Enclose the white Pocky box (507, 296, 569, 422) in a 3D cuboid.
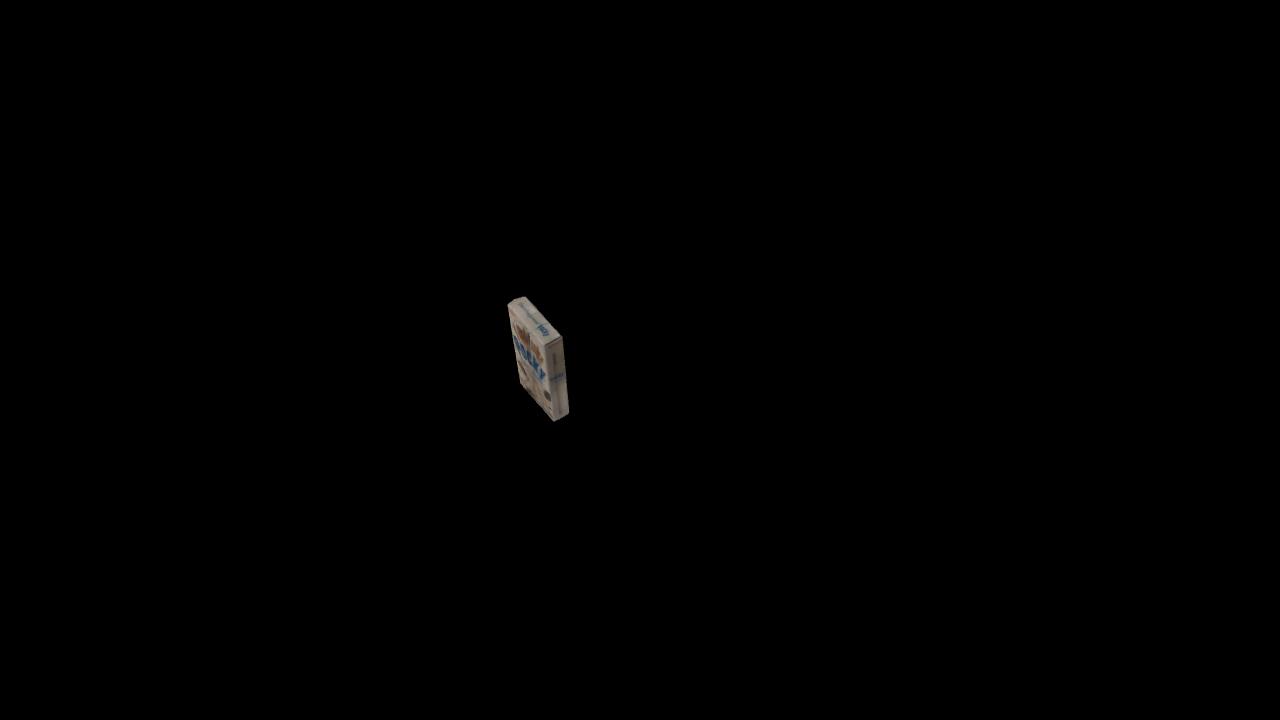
[{"bbox_3d":[-0.124,0.002,0.762,0.028,0.154,0.084,-30,58,-25],"label":"white Pocky box"}]
